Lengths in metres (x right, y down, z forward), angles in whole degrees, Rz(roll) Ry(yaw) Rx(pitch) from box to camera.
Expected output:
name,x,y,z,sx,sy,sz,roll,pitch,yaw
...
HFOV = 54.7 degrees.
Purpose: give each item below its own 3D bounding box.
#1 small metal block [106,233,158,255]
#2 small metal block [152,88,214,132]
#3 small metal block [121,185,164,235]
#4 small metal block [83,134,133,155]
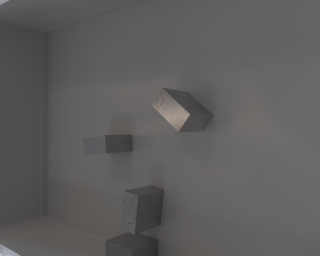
name,x,y,z,sx,sy,sz,roll,pitch,yaw
small metal block,-0.038,0.165,0.422,0.050,0.050,0.025,1,91,40
small metal block,0.028,-0.021,0.368,0.050,0.050,0.025,47,118,30
small metal block,-0.022,0.106,0.409,0.025,0.050,0.050,9,96,40
small metal block,-0.076,0.025,0.454,0.050,0.050,0.025,-8,85,40
